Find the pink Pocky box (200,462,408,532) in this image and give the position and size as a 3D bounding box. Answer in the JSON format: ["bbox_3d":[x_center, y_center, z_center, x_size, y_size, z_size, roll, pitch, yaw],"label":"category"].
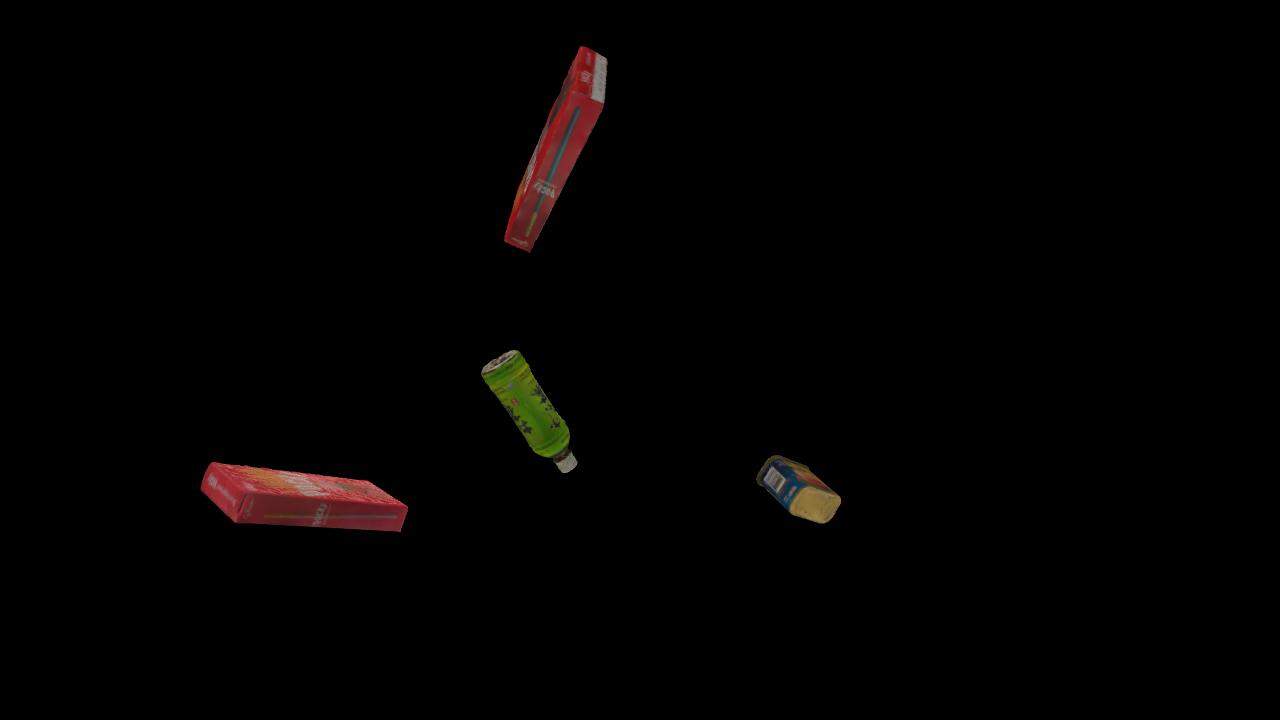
[{"bbox_3d":[-0.303,0.128,0.567,0.084,0.029,0.155,14,-7,38],"label":"pink Pocky box"}]

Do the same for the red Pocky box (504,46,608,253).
[{"bbox_3d":[-0.072,-0.172,0.515,0.028,0.083,0.155,19,-46,-21],"label":"red Pocky box"}]

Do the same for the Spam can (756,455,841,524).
[{"bbox_3d":[0.244,0.200,0.945,0.101,0.058,0.085,23,12,-31],"label":"Spam can"}]

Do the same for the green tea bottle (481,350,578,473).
[{"bbox_3d":[-0.164,0.087,0.966,0.073,0.212,0.073,-28,19,10],"label":"green tea bottle"}]
